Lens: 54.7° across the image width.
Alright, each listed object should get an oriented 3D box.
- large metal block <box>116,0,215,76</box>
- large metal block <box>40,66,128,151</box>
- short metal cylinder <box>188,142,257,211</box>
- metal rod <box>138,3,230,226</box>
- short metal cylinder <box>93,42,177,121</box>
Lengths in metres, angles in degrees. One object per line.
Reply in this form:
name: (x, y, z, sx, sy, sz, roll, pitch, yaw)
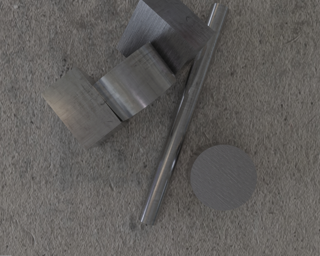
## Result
large metal block: (0.004, -0.106, 0.376, 0.080, 0.080, 0.050, 43, 50, 0)
large metal block: (-0.087, -0.022, 0.382, 0.050, 0.080, 0.080, -38, 90, 0)
short metal cylinder: (0.077, 0.060, 0.398, 0.081, 0.050, 0.080, 0, 90, 0)
metal rod: (0.032, -0.018, 0.410, 0.025, 0.025, 0.299, 19, 90, 0)
short metal cylinder: (-0.028, -0.052, 0.348, 0.080, 0.080, 0.050, -38, 101, 0)
